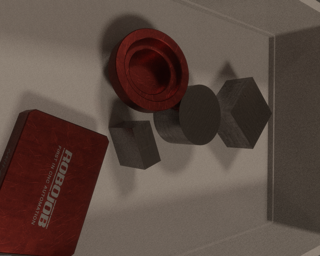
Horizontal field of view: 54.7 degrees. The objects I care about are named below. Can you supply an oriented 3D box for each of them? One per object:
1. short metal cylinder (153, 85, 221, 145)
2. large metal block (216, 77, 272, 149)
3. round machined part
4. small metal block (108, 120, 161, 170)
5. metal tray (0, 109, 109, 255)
[{"bbox_3d":[0.038,-0.017,0.424,0.081,0.050,0.079,0,91,-40],"label":"short metal cylinder"},{"bbox_3d":[0.128,-0.024,0.501,0.080,0.050,0.080,52,60,-28],"label":"large metal block"},{"bbox_3d":[-0.017,-0.066,0.376,0.099,0.042,0.097,4,83,-31],"label":"round machined part"},{"bbox_3d":[-0.031,0.019,0.367,0.025,0.050,0.050,-26,107,-37],"label":"small metal block"},{"bbox_3d":[-0.113,0.056,0.310,0.090,0.030,0.130,25,74,-38],"label":"metal tray"}]
